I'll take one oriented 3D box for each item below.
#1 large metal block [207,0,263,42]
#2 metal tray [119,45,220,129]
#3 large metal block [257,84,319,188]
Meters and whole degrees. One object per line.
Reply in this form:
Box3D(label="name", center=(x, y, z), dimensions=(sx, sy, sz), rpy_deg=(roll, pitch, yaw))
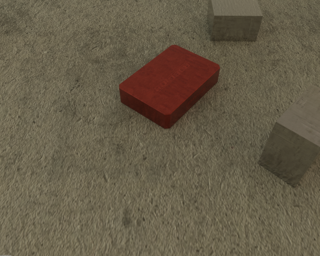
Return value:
Box3D(label="large metal block", center=(0.130, -0.200, 0.556), dimensions=(0.080, 0.050, 0.080), rpy_deg=(0, 50, 0))
Box3D(label="metal tray", center=(0.016, -0.066, 0.456), dimensions=(0.090, 0.030, 0.131), rpy_deg=(32, 57, 24))
Box3D(label="large metal block", center=(0.167, 0.009, 0.361), dimensions=(0.050, 0.080, 0.080), rpy_deg=(36, 59, 26))
